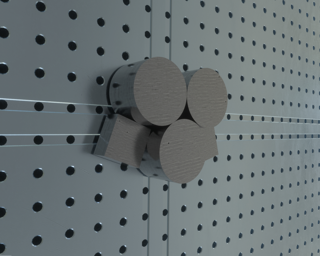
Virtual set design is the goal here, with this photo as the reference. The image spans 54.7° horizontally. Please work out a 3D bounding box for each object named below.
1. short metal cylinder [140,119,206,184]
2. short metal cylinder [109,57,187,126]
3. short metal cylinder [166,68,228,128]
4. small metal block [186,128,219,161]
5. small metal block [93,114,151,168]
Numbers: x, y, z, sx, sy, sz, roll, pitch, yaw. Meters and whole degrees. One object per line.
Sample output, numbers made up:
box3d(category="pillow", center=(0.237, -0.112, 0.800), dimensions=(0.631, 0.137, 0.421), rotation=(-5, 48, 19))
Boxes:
box3d(category="short metal cylinder", center=(0.014, 0.028, 0.400), dimensions=(0.081, 0.050, 0.079), rotation=(0, 90, -40))
box3d(category="short metal cylinder", center=(-0.014, -0.042, 0.377), dimensions=(0.081, 0.050, 0.079), rotation=(0, 90, -40))
box3d(category="short metal cylinder", center=(0.048, -0.040, 0.429), dimensions=(0.081, 0.050, 0.079), rotation=(0, 90, -40))
box3d(category="small metal block", center=(0.056, 0.022, 0.453), dimensions=(0.050, 0.025, 0.050), rotation=(-18, 102, -39))
box3d(category="small metal block", center=(-0.044, 0.016, 0.368), dimensions=(0.050, 0.025, 0.050), rotation=(26, 74, -37))
